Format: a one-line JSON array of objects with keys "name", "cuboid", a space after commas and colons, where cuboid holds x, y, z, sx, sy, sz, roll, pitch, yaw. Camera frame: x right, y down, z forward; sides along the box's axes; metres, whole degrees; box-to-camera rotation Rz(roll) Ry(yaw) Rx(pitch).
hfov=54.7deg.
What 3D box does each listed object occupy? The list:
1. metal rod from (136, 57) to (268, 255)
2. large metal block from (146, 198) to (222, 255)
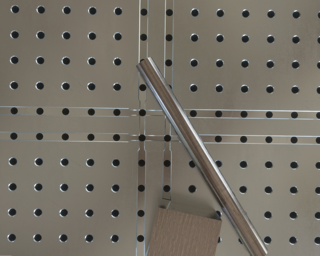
[{"name": "metal rod", "cuboid": [0.056, 0.040, 0.414, 0.025, 0.025, 0.299, -31, 90, 0]}, {"name": "large metal block", "cuboid": [0.028, 0.143, 0.401, 0.080, 0.050, 0.080, 12, 90, -1]}]
